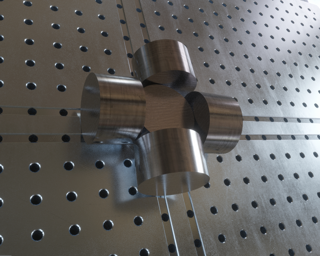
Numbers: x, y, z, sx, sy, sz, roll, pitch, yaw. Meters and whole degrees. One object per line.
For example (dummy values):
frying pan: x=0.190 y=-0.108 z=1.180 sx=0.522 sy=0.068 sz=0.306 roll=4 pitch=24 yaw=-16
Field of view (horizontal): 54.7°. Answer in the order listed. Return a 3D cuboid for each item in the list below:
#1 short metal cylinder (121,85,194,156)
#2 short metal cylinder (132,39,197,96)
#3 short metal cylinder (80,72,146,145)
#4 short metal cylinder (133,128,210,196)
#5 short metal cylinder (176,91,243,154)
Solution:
short metal cylinder: x=-0.004 y=-0.008 z=0.395 sx=0.081 sy=0.050 sz=0.080 roll=14 pitch=55 yaw=-22
short metal cylinder: x=0.005 y=-0.073 z=0.419 sx=0.081 sy=0.080 sz=0.050 roll=3 pitch=60 yaw=-27
short metal cylinder: x=-0.056 y=-0.021 z=0.355 sx=0.050 sy=0.080 sz=0.080 roll=2 pitch=61 yaw=-28
short metal cylinder: x=0.012 y=0.041 z=0.353 sx=0.081 sy=0.080 sz=0.050 roll=6 pitch=59 yaw=-25
short metal cylinder: x=0.063 y=-0.006 z=0.411 sx=0.050 sy=0.080 sz=0.080 roll=4 pitch=60 yaw=-27
